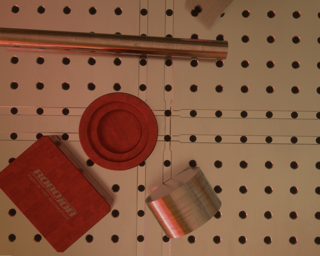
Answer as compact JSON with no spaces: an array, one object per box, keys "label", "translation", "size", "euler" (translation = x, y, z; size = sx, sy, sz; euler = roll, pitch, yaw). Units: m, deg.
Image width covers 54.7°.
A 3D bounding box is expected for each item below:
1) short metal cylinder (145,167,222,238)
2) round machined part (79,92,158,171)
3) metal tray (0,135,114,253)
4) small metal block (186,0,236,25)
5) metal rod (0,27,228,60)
[{"label":"short metal cylinder","translation":[0.029,0.091,0.386],"size":[0.080,0.080,0.050],"euler":[-32,90,0]},{"label":"round machined part","translation":[-0.051,0.004,0.404],"size":[0.099,0.042,0.097],"euler":[0,90,-1]},{"label":"metal tray","translation":[-0.137,0.084,0.409],"size":[0.090,0.030,0.130],"euler":[-41,91,0]},{"label":"small metal block","translation":[0.071,-0.176,0.414],"size":[0.050,0.025,0.050],"euler":[43,90,-1]},{"label":"metal rod","translation":[-0.062,-0.112,0.412],"size":[0.302,0.025,0.025],"euler":[3,90,-1]}]
